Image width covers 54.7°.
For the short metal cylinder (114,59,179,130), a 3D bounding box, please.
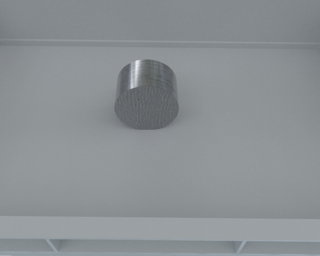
[{"bbox_3d":[-0.017,-0.042,0.404,0.081,0.080,0.050,-1,50,-1],"label":"short metal cylinder"}]
